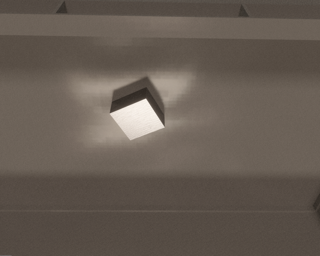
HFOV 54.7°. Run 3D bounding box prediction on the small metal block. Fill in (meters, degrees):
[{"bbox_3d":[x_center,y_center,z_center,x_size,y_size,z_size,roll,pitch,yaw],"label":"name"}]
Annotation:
[{"bbox_3d":[-0.028,-0.017,0.394,0.050,0.025,0.050,-21,127,16],"label":"small metal block"}]
